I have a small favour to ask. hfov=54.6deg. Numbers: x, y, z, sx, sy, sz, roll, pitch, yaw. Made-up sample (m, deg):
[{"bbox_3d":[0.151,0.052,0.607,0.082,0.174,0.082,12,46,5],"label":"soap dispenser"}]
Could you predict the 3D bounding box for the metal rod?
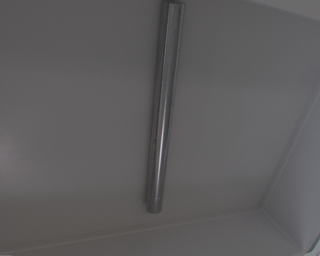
[{"bbox_3d":[0.003,-0.006,0.405,0.025,0.025,0.298,-9,122,-24],"label":"metal rod"}]
